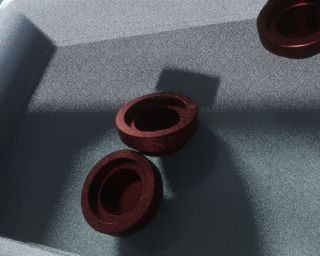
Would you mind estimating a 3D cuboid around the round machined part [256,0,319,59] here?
[{"bbox_3d":[0.173,-0.124,0.380,0.098,0.042,0.098,-13,56,20],"label":"round machined part"}]

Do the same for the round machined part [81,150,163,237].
[{"bbox_3d":[-0.040,0.078,0.365,0.098,0.042,0.098,-13,58,22],"label":"round machined part"}]

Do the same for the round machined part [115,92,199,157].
[{"bbox_3d":[-0.001,-0.002,0.379,0.099,0.042,0.098,-7,35,5],"label":"round machined part"}]
